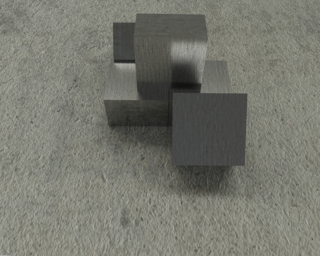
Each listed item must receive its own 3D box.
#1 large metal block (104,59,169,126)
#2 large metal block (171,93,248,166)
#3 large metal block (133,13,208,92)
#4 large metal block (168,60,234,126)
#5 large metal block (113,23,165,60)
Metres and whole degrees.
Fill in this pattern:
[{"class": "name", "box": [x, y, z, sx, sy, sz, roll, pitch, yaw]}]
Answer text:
[{"class": "large metal block", "box": [-0.029, -0.049, 0.427, 0.081, 0.050, 0.080, 1, 50, 0]}, {"class": "large metal block", "box": [0.054, -0.001, 0.362, 0.081, 0.079, 0.050, 1, 6, 0]}, {"class": "large metal block", "box": [0.012, -0.090, 0.381, 0.081, 0.080, 0.050, 1, 50, 0]}, {"class": "large metal block", "box": [0.052, -0.049, 0.428, 0.081, 0.050, 0.080, 1, 50, 0]}, {"class": "large metal block", "box": [-0.024, -0.124, 0.465, 0.081, 0.050, 0.080, 0, 6, 0]}]
